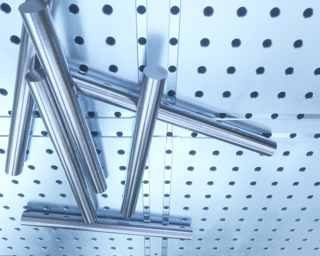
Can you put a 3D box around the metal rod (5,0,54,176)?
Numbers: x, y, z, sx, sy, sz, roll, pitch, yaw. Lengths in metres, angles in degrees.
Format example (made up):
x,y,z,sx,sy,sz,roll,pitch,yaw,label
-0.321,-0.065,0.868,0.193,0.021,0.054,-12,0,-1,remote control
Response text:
x,y,z,sx,sy,sz,roll,pitch,yaw,label
-0.161,-0.044,0.372,0.025,0.025,0.298,17,128,-14,metal rod

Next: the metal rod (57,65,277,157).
x,y,z,sx,sy,sz,roll,pitch,yaw,label
0.018,-0.016,0.397,0.302,0.025,0.025,18,128,-15,metal rod

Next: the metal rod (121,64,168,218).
x,y,z,sx,sy,sz,roll,pitch,yaw,label
-0.030,0.042,0.424,0.025,0.025,0.298,7,137,-6,metal rod

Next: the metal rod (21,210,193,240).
x,y,z,sx,sy,sz,roll,pitch,yaw,label
-0.091,0.176,0.560,0.302,0.025,0.025,7,130,-7,metal rod

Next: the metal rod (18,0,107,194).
x,y,z,sx,sy,sz,roll,pitch,yaw,label
-0.103,-0.006,0.379,0.025,0.025,0.299,-2,138,2,metal rod

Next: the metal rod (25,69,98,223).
x,y,z,sx,sy,sz,roll,pitch,yaw,label
-0.127,0.049,0.438,0.025,0.025,0.298,-2,135,1,metal rod
